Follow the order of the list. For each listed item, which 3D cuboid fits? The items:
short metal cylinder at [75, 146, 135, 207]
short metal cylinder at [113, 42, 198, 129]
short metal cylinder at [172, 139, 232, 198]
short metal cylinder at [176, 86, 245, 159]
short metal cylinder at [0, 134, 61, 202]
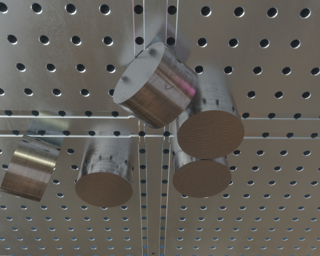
[{"bbox_3d":[-0.079,0.073,0.456,0.081,0.050,0.079,0,131,0],"label":"short metal cylinder"},{"bbox_3d":[-0.006,-0.046,0.337,0.050,0.080,0.080,37,121,-27],"label":"short metal cylinder"},{"bbox_3d":[0.057,0.055,0.443,0.081,0.050,0.079,0,130,0],"label":"short metal cylinder"},{"bbox_3d":[0.061,-0.006,0.391,0.081,0.050,0.079,0,130,0],"label":"short metal cylinder"},{"bbox_3d":[-0.174,0.054,0.419,0.050,0.080,0.080,22,127,-18],"label":"short metal cylinder"}]
